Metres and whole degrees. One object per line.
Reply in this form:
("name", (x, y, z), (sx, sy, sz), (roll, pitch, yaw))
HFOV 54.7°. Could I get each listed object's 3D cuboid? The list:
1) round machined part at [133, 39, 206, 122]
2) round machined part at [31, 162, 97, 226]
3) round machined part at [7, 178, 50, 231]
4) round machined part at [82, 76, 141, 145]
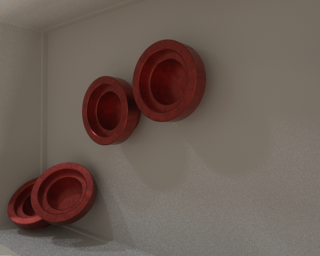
("round machined part", (0.015, -0.056, 0.383), (0.098, 0.042, 0.097), (0, 90, 40))
("round machined part", (-0.150, 0.108, 0.497), (0.098, 0.098, 0.042), (47, 161, 30))
("round machined part", (-0.210, 0.136, 0.546), (0.098, 0.098, 0.042), (27, 146, 36))
("round machined part", (-0.066, -0.024, 0.451), (0.098, 0.042, 0.097), (0, 90, 40))
